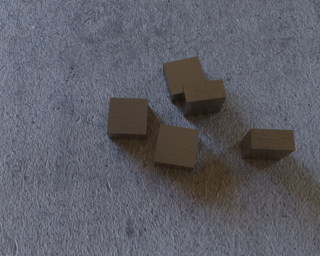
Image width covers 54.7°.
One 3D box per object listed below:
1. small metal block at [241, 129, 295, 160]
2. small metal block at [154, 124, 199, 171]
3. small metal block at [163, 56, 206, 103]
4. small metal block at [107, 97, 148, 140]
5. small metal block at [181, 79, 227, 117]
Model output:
[{"bbox_3d":[0.133,0.022,0.388,0.050,0.050,0.025,2,70,1],"label":"small metal block"},{"bbox_3d":[0.021,0.026,0.399,0.050,0.025,0.050,9,70,3],"label":"small metal block"},{"bbox_3d":[0.035,-0.068,0.433,0.050,0.025,0.050,-13,71,-5],"label":"small metal block"},{"bbox_3d":[-0.042,-0.012,0.412,0.050,0.025,0.050,2,70,0],"label":"small metal block"},{"bbox_3d":[0.056,-0.038,0.409,0.050,0.050,0.025,-8,71,-3],"label":"small metal block"}]
